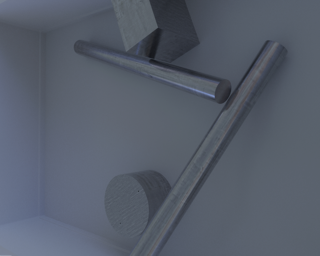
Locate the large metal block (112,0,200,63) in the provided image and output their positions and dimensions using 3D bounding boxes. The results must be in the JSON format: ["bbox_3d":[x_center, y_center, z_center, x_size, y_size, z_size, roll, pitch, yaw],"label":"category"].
[{"bbox_3d":[-0.005,-0.132,0.374,0.050,0.081,0.080,-27,74,37],"label":"large metal block"}]

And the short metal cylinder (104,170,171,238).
[{"bbox_3d":[-0.028,0.099,0.412,0.080,0.050,0.079,0,90,39],"label":"short metal cylinder"}]

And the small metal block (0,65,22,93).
[{"bbox_3d":[-0.331,-0.106,0.661,0.025,0.050,0.050,37,113,33],"label":"small metal block"}]

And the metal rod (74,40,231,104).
[{"bbox_3d":[-0.034,-0.085,0.408,0.300,0.025,0.025,27,107,44],"label":"metal rod"}]

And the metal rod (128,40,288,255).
[{"bbox_3d":[0.036,0.045,0.311,0.025,0.025,0.299,32,89,35],"label":"metal rod"}]
